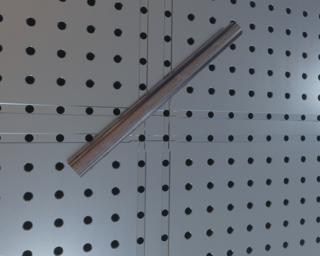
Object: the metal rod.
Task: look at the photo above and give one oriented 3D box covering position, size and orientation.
[{"bbox_3d":[0.004,-0.047,0.414,0.301,0.025,0.025,-42,104,-15],"label":"metal rod"}]
